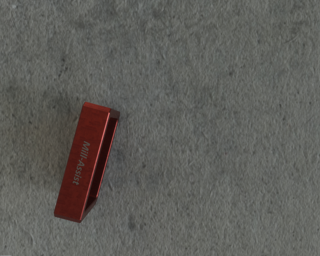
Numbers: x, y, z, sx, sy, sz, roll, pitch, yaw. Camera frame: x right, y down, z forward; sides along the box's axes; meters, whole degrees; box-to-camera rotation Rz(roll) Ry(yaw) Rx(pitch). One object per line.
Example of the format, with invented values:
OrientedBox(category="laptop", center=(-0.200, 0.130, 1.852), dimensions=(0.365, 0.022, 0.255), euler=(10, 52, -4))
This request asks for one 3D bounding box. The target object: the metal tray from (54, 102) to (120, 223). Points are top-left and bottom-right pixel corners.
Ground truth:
OrientedBox(category="metal tray", center=(-0.084, 0.037, 0.376), dimensions=(0.030, 0.090, 0.129), euler=(15, 90, 0))
